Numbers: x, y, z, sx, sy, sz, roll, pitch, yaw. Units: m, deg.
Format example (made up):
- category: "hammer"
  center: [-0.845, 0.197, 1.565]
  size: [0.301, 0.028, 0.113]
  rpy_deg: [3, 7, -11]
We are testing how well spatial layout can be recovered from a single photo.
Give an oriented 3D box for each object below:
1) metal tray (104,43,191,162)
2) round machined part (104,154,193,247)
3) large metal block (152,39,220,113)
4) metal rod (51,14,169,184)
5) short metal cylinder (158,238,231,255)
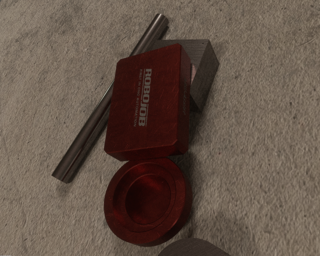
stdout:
- category: "metal tray"
  center: [-0.012, -0.030, 0.364]
  size: [0.090, 0.030, 0.130]
  rpy_deg: [-9, 62, 25]
- category: "round machined part"
  center: [-0.010, 0.082, 0.347]
  size: [0.098, 0.042, 0.098]
  rpy_deg: [-13, 56, 20]
- category: "large metal block"
  center: [0.025, -0.071, 0.418]
  size: [0.080, 0.050, 0.080]
  rpy_deg: [9, 66, 31]
- category: "metal rod"
  center: [-0.068, -0.054, 0.470]
  size: [0.025, 0.025, 0.300]
  rpy_deg: [19, 71, 35]
- category: "short metal cylinder"
  center: [0.035, 0.145, 0.279]
  size: [0.080, 0.050, 0.080]
  rpy_deg: [-13, 56, 20]
